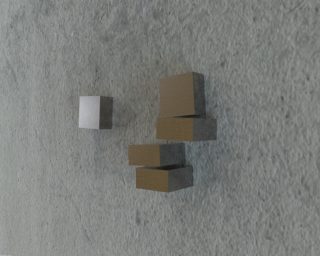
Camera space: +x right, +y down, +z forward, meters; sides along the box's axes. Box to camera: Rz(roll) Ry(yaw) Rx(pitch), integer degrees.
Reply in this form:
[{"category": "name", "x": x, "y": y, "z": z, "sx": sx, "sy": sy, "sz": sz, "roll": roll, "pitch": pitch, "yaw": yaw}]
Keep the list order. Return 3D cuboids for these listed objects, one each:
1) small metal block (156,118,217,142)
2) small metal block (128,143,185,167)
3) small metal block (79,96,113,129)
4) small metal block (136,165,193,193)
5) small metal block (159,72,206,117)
[{"category": "small metal block", "x": 0.031, "y": 0.001, "z": 0.361, "sx": 0.050, "sy": 0.050, "sz": 0.025, "roll": 2, "pitch": 92, "yaw": 39}, {"category": "small metal block", "x": -0.004, "y": 0.033, "z": 0.390, "sx": 0.050, "sy": 0.050, "sz": 0.025, "roll": -4, "pitch": 88, "yaw": 39}, {"category": "small metal block", "x": -0.101, "y": -0.024, "z": 0.486, "sx": 0.050, "sy": 0.025, "sz": 0.050, "roll": 4, "pitch": 92, "yaw": 39}, {"category": "small metal block", "x": 0.006, "y": 0.060, "z": 0.382, "sx": 0.050, "sy": 0.050, "sz": 0.025, "roll": -2, "pitch": 89, "yaw": 39}, {"category": "small metal block", "x": 0.027, "y": -0.039, "z": 0.381, "sx": 0.050, "sy": 0.025, "sz": 0.050, "roll": -4, "pitch": 87, "yaw": 39}]
